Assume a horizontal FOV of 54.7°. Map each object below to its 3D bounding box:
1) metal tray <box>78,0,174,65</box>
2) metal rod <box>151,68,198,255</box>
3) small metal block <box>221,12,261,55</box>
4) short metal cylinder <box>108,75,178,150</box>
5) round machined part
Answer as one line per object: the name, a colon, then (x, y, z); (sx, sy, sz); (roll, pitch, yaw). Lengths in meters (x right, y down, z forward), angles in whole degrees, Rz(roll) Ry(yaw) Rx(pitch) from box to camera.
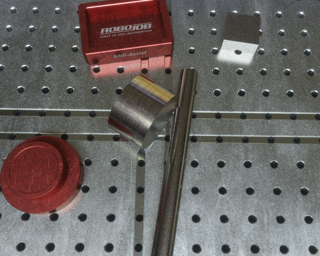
metal tray: (-0.051, -0.148, 0.462); (0.131, 0.030, 0.090); (-9, 70, -4)
metal rod: (0.017, 0.060, 0.389); (0.025, 0.025, 0.299); (9, 70, 3)
small metal block: (0.121, -0.142, 0.465); (0.050, 0.025, 0.050); (10, 70, 3)
short metal cylinder: (-0.020, -0.020, 0.390); (0.050, 0.080, 0.080); (33, 73, 11)
round machined part: (-0.148, 0.055, 0.381); (0.099, 0.042, 0.098); (0, 70, -1)
